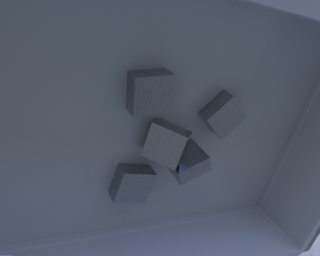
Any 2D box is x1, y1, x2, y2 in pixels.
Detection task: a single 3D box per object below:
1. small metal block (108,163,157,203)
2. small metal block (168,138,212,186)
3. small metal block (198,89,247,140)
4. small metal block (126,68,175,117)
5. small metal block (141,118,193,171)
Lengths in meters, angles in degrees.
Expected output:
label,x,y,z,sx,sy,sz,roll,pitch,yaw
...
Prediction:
label,x,y,z,sx,sy,sz,roll,pitch,yaw
small metal block,-0.039,0.078,0.437,0.050,0.025,0.050,8,114,-33
small metal block,0.038,0.048,0.444,0.050,0.050,0.025,-25,130,-13
small metal block,0.091,-0.019,0.449,0.050,0.025,0.050,-42,130,1
small metal block,-0.012,-0.044,0.376,0.050,0.025,0.050,-9,122,-24
small metal block,0.009,0.021,0.410,0.025,0.050,0.050,-43,154,-66
